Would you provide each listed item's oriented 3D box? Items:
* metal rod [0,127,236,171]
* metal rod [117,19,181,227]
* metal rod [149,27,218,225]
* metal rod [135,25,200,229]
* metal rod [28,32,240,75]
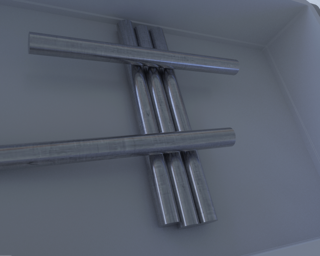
[{"bbox_3d":[-0.050,0.021,0.341,0.303,0.025,0.025,-4,64,-22],"label":"metal rod"},{"bbox_3d":[-0.021,-0.024,0.408,0.025,0.025,0.299,1,61,-28],"label":"metal rod"},{"bbox_3d":[0.025,-0.020,0.429,0.025,0.025,0.299,1,61,-28],"label":"metal rod"},{"bbox_3d":[0.002,-0.019,0.417,0.025,0.025,0.299,1,61,-28],"label":"metal rod"},{"bbox_3d":[-0.015,-0.097,0.422,0.303,0.025,0.025,0,62,-28],"label":"metal rod"}]
